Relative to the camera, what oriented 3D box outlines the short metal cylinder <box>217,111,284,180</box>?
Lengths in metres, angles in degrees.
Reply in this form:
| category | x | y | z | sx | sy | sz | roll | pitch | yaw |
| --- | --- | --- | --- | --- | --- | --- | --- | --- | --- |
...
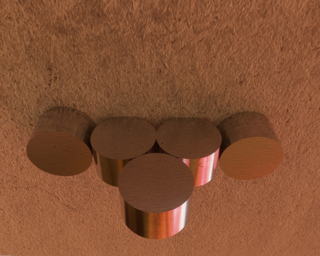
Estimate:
| category | x | y | z | sx | sy | sz | roll | pitch | yaw |
| --- | --- | --- | --- | --- | --- | --- | --- | --- | --- |
| short metal cylinder | 0.116 | 0.024 | 0.413 | 0.081 | 0.050 | 0.079 | -1 | 131 | 0 |

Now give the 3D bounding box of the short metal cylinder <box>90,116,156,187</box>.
| category | x | y | z | sx | sy | sz | roll | pitch | yaw |
| --- | --- | --- | --- | --- | --- | --- | --- | --- | --- |
| short metal cylinder | -0.045 | 0.029 | 0.397 | 0.081 | 0.080 | 0.050 | 0 | 130 | 0 |

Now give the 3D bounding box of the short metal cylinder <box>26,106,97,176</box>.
| category | x | y | z | sx | sy | sz | roll | pitch | yaw |
| --- | --- | --- | --- | --- | --- | --- | --- | --- | --- |
| short metal cylinder | -0.125 | 0.018 | 0.406 | 0.081 | 0.050 | 0.079 | -1 | 130 | 0 |

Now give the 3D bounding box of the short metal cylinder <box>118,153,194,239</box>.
| category | x | y | z | sx | sy | sz | roll | pitch | yaw |
| --- | --- | --- | --- | --- | --- | --- | --- | --- | --- |
| short metal cylinder | -0.004 | 0.074 | 0.344 | 0.081 | 0.080 | 0.050 | 1 | 131 | -1 |

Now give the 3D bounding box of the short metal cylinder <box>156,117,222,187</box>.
| category | x | y | z | sx | sy | sz | roll | pitch | yaw |
| --- | --- | --- | --- | --- | --- | --- | --- | --- | --- |
| short metal cylinder | 0.036 | 0.029 | 0.398 | 0.081 | 0.080 | 0.050 | 0 | 129 | 0 |
